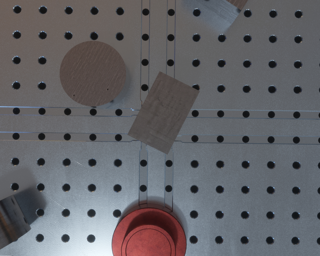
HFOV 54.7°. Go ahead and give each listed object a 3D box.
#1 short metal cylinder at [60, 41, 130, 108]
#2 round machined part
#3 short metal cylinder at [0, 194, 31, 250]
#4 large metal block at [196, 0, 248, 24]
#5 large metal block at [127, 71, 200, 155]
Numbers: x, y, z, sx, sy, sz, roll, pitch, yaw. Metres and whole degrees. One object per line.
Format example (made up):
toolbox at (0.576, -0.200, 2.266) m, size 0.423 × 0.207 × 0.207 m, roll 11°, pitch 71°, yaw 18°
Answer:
short metal cylinder at (-0.081, -0.066, 0.400) m, size 0.081 × 0.050 × 0.080 m, roll 0°, pitch 90°, yaw 0°
round machined part at (-0.014, 0.153, 0.405) m, size 0.099 × 0.042 × 0.097 m, roll 0°, pitch 90°, yaw 0°
short metal cylinder at (-0.211, 0.125, 0.384) m, size 0.080 × 0.080 × 0.050 m, roll -27°, pitch 90°, yaw 0°
large metal block at (0.088, -0.198, 0.401) m, size 0.080 × 0.050 × 0.080 m, roll 33°, pitch 90°, yaw 0°
large metal block at (0.004, -0.017, 0.386) m, size 0.050 × 0.080 × 0.080 m, roll 27°, pitch 90°, yaw 0°
